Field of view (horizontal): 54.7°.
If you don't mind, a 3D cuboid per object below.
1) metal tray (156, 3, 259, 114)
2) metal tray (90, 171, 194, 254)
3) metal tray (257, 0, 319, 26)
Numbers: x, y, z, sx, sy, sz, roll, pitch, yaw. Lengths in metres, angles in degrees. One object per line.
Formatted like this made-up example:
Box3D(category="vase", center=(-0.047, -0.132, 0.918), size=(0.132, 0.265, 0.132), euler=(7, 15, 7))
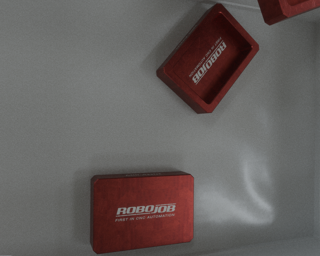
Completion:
Box3D(category="metal tray", center=(0.069, -0.095, 0.432), size=(0.090, 0.030, 0.130), euler=(42, 77, -15))
Box3D(category="metal tray", center=(-0.022, 0.105, 0.400), size=(0.131, 0.030, 0.089), euler=(0, 90, -20))
Box3D(category="metal tray", center=(0.137, -0.188, 0.332), size=(0.091, 0.030, 0.129), euler=(-24, 98, -19))
